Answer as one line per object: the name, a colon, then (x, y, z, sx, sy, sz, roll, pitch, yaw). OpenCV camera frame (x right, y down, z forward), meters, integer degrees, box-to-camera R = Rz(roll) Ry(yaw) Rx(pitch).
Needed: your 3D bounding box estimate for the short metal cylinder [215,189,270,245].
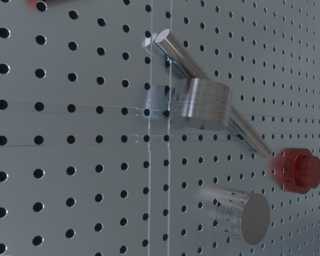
short metal cylinder: (0.136, 0.144, 0.507, 0.081, 0.050, 0.080, 0, 90, -40)

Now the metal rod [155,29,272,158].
metal rod: (0.099, -0.039, 0.491, 0.301, 0.025, 0.025, 41, 65, -32)

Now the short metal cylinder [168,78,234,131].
short metal cylinder: (0.055, -0.030, 0.419, 0.080, 0.080, 0.050, 18, 79, -39)

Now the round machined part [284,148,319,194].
round machined part: (0.308, 0.092, 0.656, 0.099, 0.042, 0.097, 0, 90, -40)
